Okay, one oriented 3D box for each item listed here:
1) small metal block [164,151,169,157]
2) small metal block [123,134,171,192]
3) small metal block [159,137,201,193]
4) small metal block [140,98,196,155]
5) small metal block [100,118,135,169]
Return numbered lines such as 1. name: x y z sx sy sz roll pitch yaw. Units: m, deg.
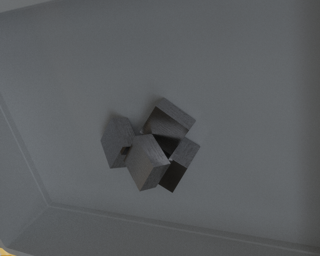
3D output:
1. small metal block: -0.014 0.039 0.437 0.050 0.025 0.050 36 129 3
2. small metal block: -0.018 0.044 0.394 0.050 0.025 0.050 57 137 32
3. small metal block: 0.024 0.048 0.406 0.025 0.050 0.050 31 128 8
4. small metal block: 0.009 -0.002 0.399 0.050 0.025 0.050 36 129 3
5. small metal block: -0.057 0.021 0.432 0.050 0.025 0.050 -57 47 39
